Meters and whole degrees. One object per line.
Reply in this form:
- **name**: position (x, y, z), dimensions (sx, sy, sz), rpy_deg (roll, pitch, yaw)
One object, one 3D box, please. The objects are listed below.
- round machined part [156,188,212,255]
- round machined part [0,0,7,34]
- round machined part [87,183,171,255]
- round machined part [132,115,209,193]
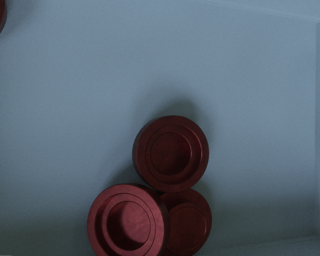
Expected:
- **round machined part**: position (0.026, 0.128, 0.411), dimensions (0.099, 0.042, 0.097), rpy_deg (0, 90, -20)
- **round machined part**: position (-0.214, -0.127, 0.322), dimensions (0.099, 0.042, 0.097), rpy_deg (0, 90, -20)
- **round machined part**: position (-0.034, 0.115, 0.372), dimensions (0.098, 0.042, 0.097), rpy_deg (-2, 82, 19)
- **round machined part**: position (0.011, 0.033, 0.405), dimensions (0.099, 0.042, 0.097), rpy_deg (0, 90, -20)
